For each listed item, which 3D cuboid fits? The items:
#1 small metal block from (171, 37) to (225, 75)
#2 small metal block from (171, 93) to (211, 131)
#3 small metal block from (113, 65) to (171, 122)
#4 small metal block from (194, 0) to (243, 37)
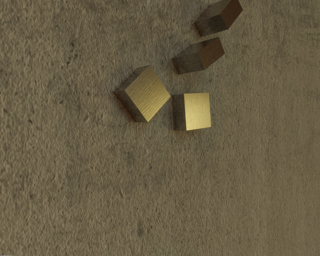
[{"bbox_3d":[0.053,-0.100,0.432,0.050,0.050,0.025,-41,115,-32],"label":"small metal block"},{"bbox_3d":[0.045,-0.024,0.442,0.050,0.025,0.050,-8,95,-40],"label":"small metal block"},{"bbox_3d":[-0.021,-0.042,0.386,0.050,0.025,0.050,-50,120,-28],"label":"small metal block"},{"bbox_3d":[0.087,-0.166,0.460,0.025,0.050,0.050,52,60,-28],"label":"small metal block"}]
